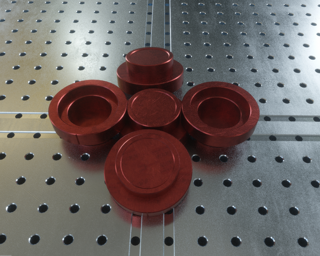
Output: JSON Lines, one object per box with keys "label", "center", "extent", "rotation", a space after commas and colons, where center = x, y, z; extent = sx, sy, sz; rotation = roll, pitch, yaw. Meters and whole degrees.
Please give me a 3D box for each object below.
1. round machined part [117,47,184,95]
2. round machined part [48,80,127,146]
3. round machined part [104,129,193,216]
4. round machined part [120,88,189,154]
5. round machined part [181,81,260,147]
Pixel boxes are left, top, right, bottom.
{"label": "round machined part", "center": [-0.014, -0.087, 0.455], "extent": [0.099, 0.042, 0.098], "rotation": [-1, 36, 1]}
{"label": "round machined part", "center": [-0.091, -0.016, 0.408], "extent": [0.099, 0.042, 0.098], "rotation": [0, 50, 0]}
{"label": "round machined part", "center": [-0.013, 0.045, 0.344], "extent": [0.099, 0.042, 0.098], "rotation": [0, 65, 0]}
{"label": "round machined part", "center": [-0.008, -0.015, 0.407], "extent": [0.099, 0.042, 0.098], "rotation": [0, 50, 0]}
{"label": "round machined part", "center": [0.077, -0.014, 0.408], "extent": [0.099, 0.042, 0.098], "rotation": [0, 50, 0]}
